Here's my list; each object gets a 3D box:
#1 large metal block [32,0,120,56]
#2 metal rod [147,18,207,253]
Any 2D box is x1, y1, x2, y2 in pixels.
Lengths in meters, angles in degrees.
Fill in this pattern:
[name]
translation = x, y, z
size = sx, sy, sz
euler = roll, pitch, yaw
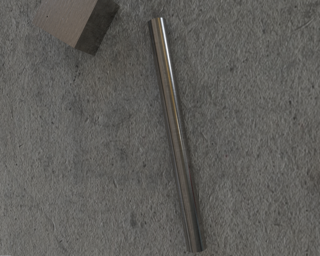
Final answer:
[large metal block]
translation = -0.118, -0.160, 0.436
size = 0.080, 0.050, 0.080
euler = 32, 100, 16
[metal rod]
translation = 0.021, 0.006, 0.400
size = 0.025, 0.025, 0.298
euler = -11, 86, 19
